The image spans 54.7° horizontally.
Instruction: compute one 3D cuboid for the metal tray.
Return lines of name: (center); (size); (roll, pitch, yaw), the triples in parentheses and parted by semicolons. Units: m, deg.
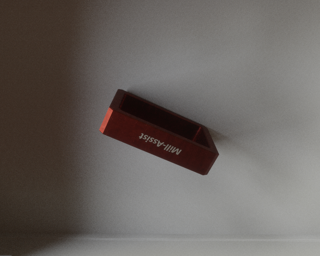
metal tray: (0.000, 0.002, 0.374); (0.131, 0.090, 0.030); (23, 108, -9)
